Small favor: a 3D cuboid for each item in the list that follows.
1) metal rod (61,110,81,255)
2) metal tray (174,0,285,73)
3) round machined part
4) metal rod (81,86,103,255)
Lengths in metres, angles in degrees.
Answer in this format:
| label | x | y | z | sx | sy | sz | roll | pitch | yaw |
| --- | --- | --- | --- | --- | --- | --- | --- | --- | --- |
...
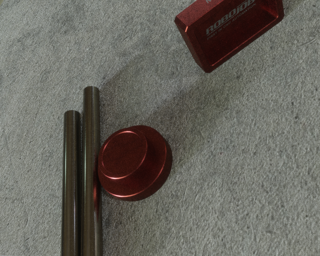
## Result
| label | x | y | z | sx | sy | sz | roll | pitch | yaw |
| --- | --- | --- | --- | --- | --- | --- | --- | --- | --- |
| metal rod | -0.114 | 0.100 | 0.402 | 0.025 | 0.025 | 0.299 | -22 | 53 | 15 |
| metal tray | 0.093 | -0.142 | 0.400 | 0.130 | 0.090 | 0.030 | -36 | 51 | 4 |
| round machined part | -0.037 | 0.038 | 0.389 | 0.098 | 0.042 | 0.098 | -13 | 56 | 21 |
| metal rod | -0.091 | 0.063 | 0.412 | 0.025 | 0.025 | 0.299 | -20 | 54 | 16 |
